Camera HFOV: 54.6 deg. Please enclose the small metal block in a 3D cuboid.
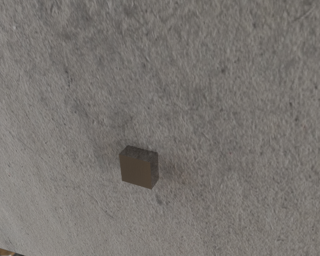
[{"bbox_3d":[-0.030,0.058,0.459,0.050,0.025,0.050,12,124,21],"label":"small metal block"}]
